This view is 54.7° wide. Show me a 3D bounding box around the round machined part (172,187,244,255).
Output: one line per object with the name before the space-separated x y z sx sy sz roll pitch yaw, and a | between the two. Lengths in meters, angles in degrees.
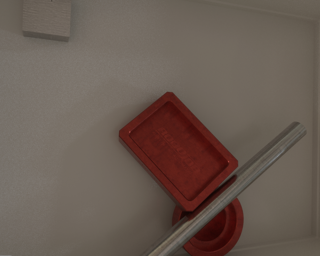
round machined part | 0.061 0.125 0.426 0.099 0.042 0.097 0 90 -21

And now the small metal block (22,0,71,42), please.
small metal block | -0.132 -0.132 0.362 0.050 0.025 0.050 3 89 -21

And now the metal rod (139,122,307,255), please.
metal rod | 0.084 0.085 0.398 0.302 0.025 0.025 -36 102 -19

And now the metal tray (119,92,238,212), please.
metal tray | 0.022 0.029 0.394 0.090 0.030 0.130 -41 83 -16
